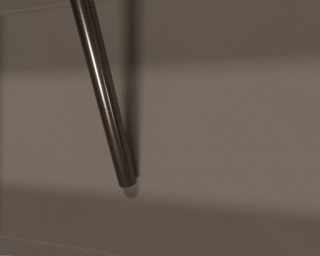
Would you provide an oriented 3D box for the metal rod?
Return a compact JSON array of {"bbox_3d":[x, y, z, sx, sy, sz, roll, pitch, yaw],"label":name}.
[{"bbox_3d":[-0.070,-0.059,0.369,0.025,0.025,0.298,-2,115,20],"label":"metal rod"}]
